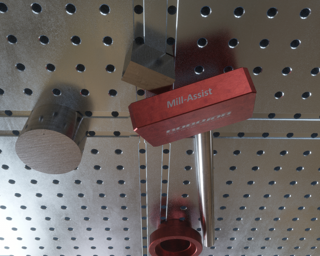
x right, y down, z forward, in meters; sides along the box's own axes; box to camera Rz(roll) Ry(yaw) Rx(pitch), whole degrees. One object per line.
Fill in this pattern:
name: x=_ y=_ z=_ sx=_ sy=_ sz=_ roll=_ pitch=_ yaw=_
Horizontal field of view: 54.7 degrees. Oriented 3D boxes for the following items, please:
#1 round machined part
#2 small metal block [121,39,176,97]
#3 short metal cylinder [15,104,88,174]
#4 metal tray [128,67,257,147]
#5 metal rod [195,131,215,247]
round machined part: x=0.028 y=0.208 z=0.578 sx=0.099 sy=0.042 sz=0.097 roll=-1 pitch=130 yaw=0
small metal block: x=-0.012 y=-0.066 z=0.339 sx=0.050 sy=0.050 sz=0.025 roll=20 pitch=127 yaw=-17
short metal cylinder: x=-0.139 y=0.016 z=0.406 sx=0.081 sy=0.050 sz=0.079 roll=0 pitch=130 yaw=0
metal tray: x=0.040 y=-0.019 z=0.357 sx=0.131 sy=0.030 sz=0.090 roll=-17 pitch=161 yaw=8
metal rod: x=0.075 y=0.106 z=0.503 sx=0.025 sy=0.025 sz=0.298 roll=-6 pitch=130 yaw=4
